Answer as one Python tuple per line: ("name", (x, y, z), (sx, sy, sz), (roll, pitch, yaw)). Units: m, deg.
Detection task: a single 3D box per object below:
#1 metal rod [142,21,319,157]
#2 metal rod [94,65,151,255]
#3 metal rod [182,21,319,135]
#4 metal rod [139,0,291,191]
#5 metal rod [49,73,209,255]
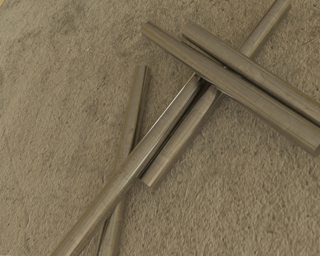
("metal rod", (0.066, -0.066, 0.376), (0.025, 0.025, 0.300), (-44, 52, -2))
("metal rod", (-0.046, 0.043, 0.401), (0.025, 0.025, 0.300), (-6, 59, 25))
("metal rod", (0.128, -0.042, 0.340), (0.025, 0.025, 0.300), (-43, 58, -2))
("metal rod", (0.075, -0.050, 0.394), (0.025, 0.025, 0.300), (31, 78, 38))
("metal rod", (-0.025, 0.038, 0.370), (0.025, 0.025, 0.300), (24, 67, 36))
